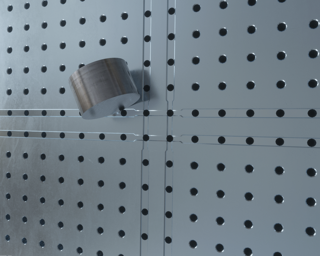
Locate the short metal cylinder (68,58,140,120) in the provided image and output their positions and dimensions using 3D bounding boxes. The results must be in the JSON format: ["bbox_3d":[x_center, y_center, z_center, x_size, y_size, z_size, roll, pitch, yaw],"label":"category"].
[{"bbox_3d":[-0.073,-0.050,0.409,0.080,0.080,0.050,-25,82,18],"label":"short metal cylinder"}]
